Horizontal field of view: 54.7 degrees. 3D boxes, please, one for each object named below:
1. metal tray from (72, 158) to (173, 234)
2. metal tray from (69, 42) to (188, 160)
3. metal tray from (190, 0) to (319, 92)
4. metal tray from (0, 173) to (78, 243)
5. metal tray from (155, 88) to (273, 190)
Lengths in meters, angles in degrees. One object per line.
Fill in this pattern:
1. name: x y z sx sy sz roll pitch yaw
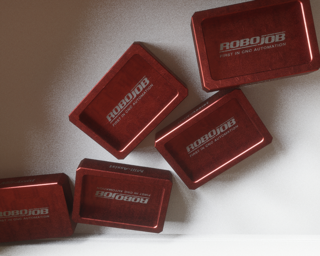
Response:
1. metal tray: -0.054 0.098 0.443 0.131 0.030 0.089 9 110 -4
2. metal tray: -0.040 -0.033 0.395 0.090 0.030 0.130 41 105 -14
3. metal tray: 0.108 -0.097 0.358 0.131 0.030 0.089 -10 90 3
4. metal tray: -0.194 0.117 0.449 0.131 0.030 0.089 -6 110 1
5. metal tray: 0.069 0.014 0.414 0.130 0.030 0.090 -34 107 11
